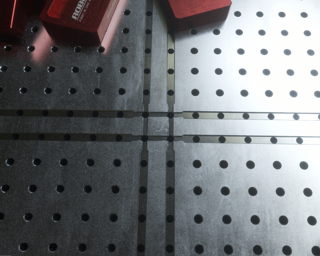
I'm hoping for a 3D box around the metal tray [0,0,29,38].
[{"bbox_3d":[-0.261,-0.187,0.454,0.130,0.030,0.090,9,89,9],"label":"metal tray"}]

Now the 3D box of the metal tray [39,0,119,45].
[{"bbox_3d":[-0.117,-0.200,0.481,0.090,0.030,0.130,15,71,5],"label":"metal tray"}]

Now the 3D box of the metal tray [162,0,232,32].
[{"bbox_3d":[0.046,-0.223,0.491,0.090,0.030,0.130,-17,71,-6],"label":"metal tray"}]

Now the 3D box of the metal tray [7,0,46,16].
[{"bbox_3d":[-0.234,-0.238,0.495,0.090,0.030,0.130,-15,71,-6],"label":"metal tray"}]
